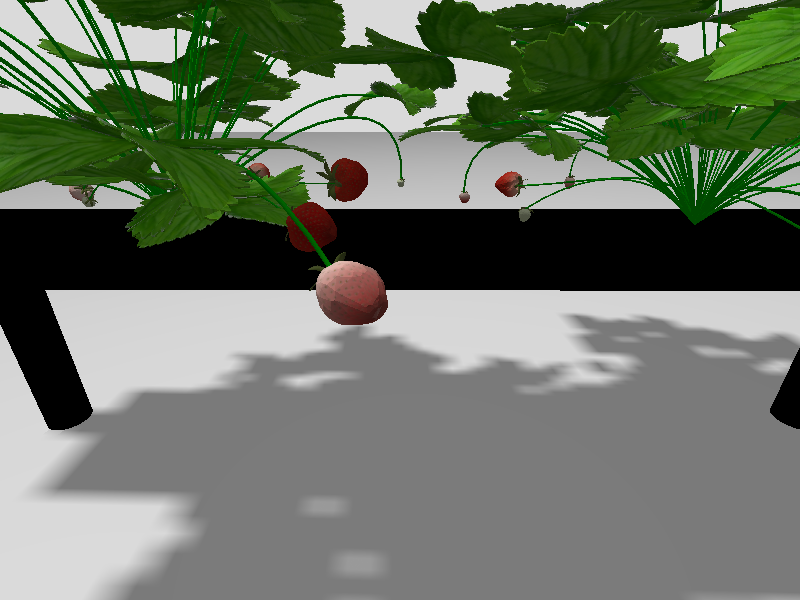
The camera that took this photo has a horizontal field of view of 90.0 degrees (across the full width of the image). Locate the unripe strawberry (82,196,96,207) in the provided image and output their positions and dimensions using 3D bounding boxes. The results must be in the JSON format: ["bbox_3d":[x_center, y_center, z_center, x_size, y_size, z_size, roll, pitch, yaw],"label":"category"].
[{"bbox_3d":[-0.324,-0.102,0.417,0.012,0.012,0.011,-25,7,36],"label":"unripe strawberry"}]

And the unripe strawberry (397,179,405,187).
[{"bbox_3d":[0.001,-0.150,0.515,0.010,0.010,0.011,-21,32,-39],"label":"unripe strawberry"}]

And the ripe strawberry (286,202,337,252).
[{"bbox_3d":[-0.059,-0.049,0.276,0.035,0.034,0.032,17,29,27],"label":"ripe strawberry"}]

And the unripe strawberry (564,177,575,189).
[{"bbox_3d":[0.216,-0.149,0.511,0.013,0.014,0.015,-6,25,-13],"label":"unripe strawberry"}]

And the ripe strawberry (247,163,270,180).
[{"bbox_3d":[-0.199,-0.179,0.564,0.032,0.028,0.033,-1,24,-2],"label":"ripe strawberry"}]

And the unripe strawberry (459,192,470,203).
[{"bbox_3d":[0.069,-0.108,0.426,0.011,0.011,0.011,10,26,21],"label":"unripe strawberry"}]

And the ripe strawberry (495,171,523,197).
[{"bbox_3d":[0.127,-0.136,0.469,0.029,0.029,0.032,22,32,40],"label":"ripe strawberry"}]

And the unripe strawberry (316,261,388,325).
[{"bbox_3d":[-0.020,-0.002,0.175,0.032,0.027,0.032,-20,44,-37],"label":"unripe strawberry"}]

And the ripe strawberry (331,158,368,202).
[{"bbox_3d":[-0.054,-0.132,0.439,0.044,0.046,0.040,-17,29,-34],"label":"ripe strawberry"}]

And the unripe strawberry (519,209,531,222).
[{"bbox_3d":[0.112,-0.076,0.361,0.010,0.012,0.012,13,25,-1],"label":"unripe strawberry"}]
